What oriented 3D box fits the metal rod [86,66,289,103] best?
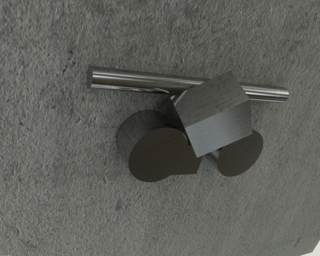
[{"bbox_3d":[0.056,-0.053,0.406,0.303,0.025,0.025,1,118,-29],"label":"metal rod"}]

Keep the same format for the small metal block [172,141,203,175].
[{"bbox_3d":[0.034,0.041,0.453,0.050,0.025,0.050,2,118,-29],"label":"small metal block"}]

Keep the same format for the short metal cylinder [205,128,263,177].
[{"bbox_3d":[0.106,0.026,0.466,0.081,0.050,0.079,-14,124,-21],"label":"short metal cylinder"}]

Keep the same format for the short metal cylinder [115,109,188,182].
[{"bbox_3d":[-0.011,0.022,0.399,0.081,0.050,0.079,-14,124,-21],"label":"short metal cylinder"}]

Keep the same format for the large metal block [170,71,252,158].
[{"bbox_3d":[0.068,-0.015,0.397,0.080,0.050,0.080,-24,145,3],"label":"large metal block"}]
